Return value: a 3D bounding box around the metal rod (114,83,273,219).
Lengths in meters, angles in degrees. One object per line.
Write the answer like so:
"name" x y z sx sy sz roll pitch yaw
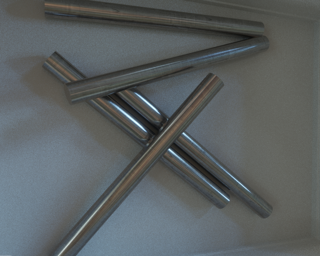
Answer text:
"metal rod" 0.051 0.034 0.430 0.300 0.025 0.025 40 77 -16

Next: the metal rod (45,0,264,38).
"metal rod" 0.007 -0.145 0.413 0.303 0.025 0.025 -1 91 -21

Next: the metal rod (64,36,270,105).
"metal rod" 0.027 -0.082 0.404 0.302 0.025 0.025 -19 97 -25

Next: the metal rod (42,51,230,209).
"metal rod" -0.019 0.012 0.404 0.300 0.025 0.025 40 77 -16

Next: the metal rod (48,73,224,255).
"metal rod" -0.027 0.050 0.379 0.025 0.025 0.300 43 84 -16
